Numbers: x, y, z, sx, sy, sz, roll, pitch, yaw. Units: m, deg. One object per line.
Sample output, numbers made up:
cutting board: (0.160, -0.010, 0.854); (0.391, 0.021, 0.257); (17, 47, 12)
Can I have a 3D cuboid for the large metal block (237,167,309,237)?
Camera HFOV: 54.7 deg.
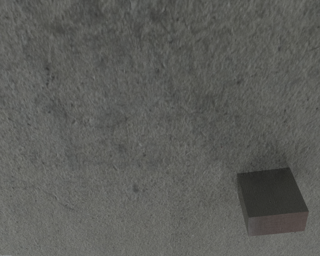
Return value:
large metal block: (0.166, 0.111, 0.468); (0.080, 0.080, 0.050); (-8, 130, 6)
